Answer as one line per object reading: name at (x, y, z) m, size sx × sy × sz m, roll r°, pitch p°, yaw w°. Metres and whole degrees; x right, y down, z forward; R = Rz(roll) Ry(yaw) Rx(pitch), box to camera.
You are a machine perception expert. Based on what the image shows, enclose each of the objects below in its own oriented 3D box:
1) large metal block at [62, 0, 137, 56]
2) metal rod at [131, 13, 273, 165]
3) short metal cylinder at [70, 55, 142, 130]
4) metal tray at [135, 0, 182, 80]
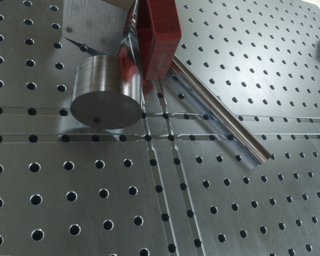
large metal block at (-0.081, -0.152, 0.415) m, size 0.080 × 0.080 × 0.050 m, roll 21°, pitch 53°, yaw -5°
metal rod at (0.056, -0.062, 0.476) m, size 0.300 × 0.025 × 0.025 m, roll 47°, pitch 51°, yaw 4°
short metal cylinder at (-0.061, -0.039, 0.364) m, size 0.081 × 0.080 × 0.050 m, roll 11°, pitch 57°, yaw -22°
metal tray at (-0.007, -0.127, 0.401) m, size 0.030 × 0.130 × 0.090 m, roll -9°, pitch 79°, yaw -10°
